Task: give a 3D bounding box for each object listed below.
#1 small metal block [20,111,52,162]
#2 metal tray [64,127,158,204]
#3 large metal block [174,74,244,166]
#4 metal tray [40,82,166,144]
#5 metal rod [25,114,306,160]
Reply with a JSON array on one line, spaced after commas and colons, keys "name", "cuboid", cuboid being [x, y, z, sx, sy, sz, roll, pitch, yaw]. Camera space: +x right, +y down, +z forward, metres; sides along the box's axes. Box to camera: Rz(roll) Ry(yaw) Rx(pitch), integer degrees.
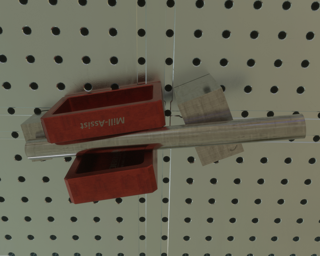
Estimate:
[{"name": "small metal block", "cuboid": [-0.151, 0.009, 0.401, 0.025, 0.050, 0.050, -8, 110, 2]}, {"name": "metal tray", "cuboid": [-0.050, 0.036, 0.370, 0.091, 0.130, 0.030, -9, 111, 3]}, {"name": "large metal block", "cuboid": [0.057, -0.013, 0.379, 0.050, 0.080, 0.080, -21, 109, 7]}, {"name": "metal tray", "cuboid": [-0.061, -0.021, 0.369, 0.131, 0.090, 0.030, -8, 111, 2]}, {"name": "metal rod", "cuboid": [-0.005, 0.012, 0.337, 0.301, 0.025, 0.025, -5, 111, 11]}]
